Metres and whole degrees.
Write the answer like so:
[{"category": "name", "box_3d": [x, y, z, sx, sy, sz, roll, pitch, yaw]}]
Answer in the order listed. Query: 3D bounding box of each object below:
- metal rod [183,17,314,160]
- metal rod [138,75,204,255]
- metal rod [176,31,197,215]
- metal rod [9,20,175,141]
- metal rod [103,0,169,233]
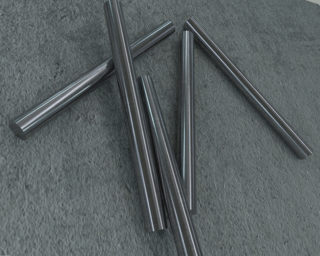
[{"category": "metal rod", "box_3d": [0.145, -0.070, 0.523, 0.025, 0.025, 0.300, -34, 81, -38]}, {"category": "metal rod", "box_3d": [0.012, 0.060, 0.356, 0.025, 0.025, 0.299, 2, 56, -27]}, {"category": "metal rod", "box_3d": [0.037, -0.028, 0.440, 0.025, 0.025, 0.300, 16, 55, -19]}, {"category": "metal rod", "box_3d": [-0.067, -0.081, 0.416, 0.025, 0.025, 0.301, 43, 51, 1]}, {"category": "metal rod", "box_3d": [-0.034, -0.028, 0.380, 0.025, 0.025, 0.299, -2, 70, -29]}]
